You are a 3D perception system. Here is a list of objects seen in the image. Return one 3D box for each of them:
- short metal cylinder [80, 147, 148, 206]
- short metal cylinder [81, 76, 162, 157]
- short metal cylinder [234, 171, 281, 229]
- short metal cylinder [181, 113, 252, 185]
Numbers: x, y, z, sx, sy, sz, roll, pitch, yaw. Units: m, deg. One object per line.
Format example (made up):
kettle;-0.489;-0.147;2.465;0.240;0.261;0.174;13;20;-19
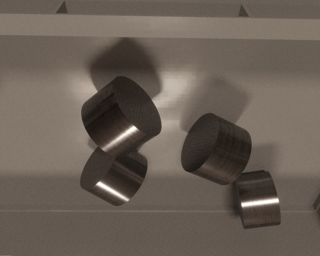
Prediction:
short metal cylinder;-0.063;0.058;0.422;0.080;0.080;0.050;-37;121;27
short metal cylinder;-0.043;-0.013;0.361;0.050;0.080;0.080;-33;123;25
short metal cylinder;0.145;0.108;0.468;0.050;0.080;0.080;-10;130;8
short metal cylinder;0.070;0.027;0.397;0.050;0.080;0.080;24;126;-20
